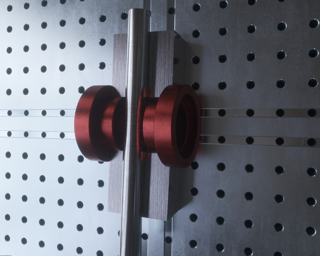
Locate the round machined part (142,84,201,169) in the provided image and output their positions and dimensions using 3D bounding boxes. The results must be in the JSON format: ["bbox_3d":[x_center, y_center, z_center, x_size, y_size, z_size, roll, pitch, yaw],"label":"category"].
[{"bbox_3d":[0.013,-0.002,0.369,0.042,0.098,0.097,2,91,25],"label":"round machined part"}]

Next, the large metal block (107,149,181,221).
[{"bbox_3d":[-0.019,0.069,0.405,0.080,0.050,0.079,3,91,20],"label":"large metal block"}]

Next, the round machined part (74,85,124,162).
[{"bbox_3d":[-0.062,-0.006,0.395,0.042,0.098,0.097,2,91,20],"label":"round machined part"}]

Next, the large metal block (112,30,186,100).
[{"bbox_3d":[-0.014,-0.078,0.404,0.080,0.050,0.079,2,91,20],"label":"large metal block"}]

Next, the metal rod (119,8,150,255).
[{"bbox_3d":[-0.031,0.011,0.370,0.025,0.025,0.298,3,91,20],"label":"metal rod"}]
